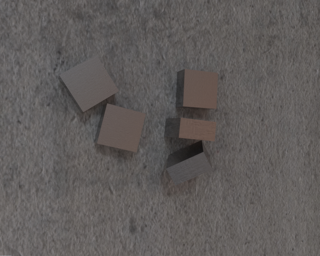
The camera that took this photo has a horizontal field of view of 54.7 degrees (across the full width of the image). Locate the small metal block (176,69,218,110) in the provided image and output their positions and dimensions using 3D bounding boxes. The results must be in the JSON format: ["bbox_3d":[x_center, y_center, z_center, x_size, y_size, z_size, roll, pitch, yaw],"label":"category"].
[{"bbox_3d":[0.051,-0.052,0.429,0.050,0.025,0.050,3,89,-20],"label":"small metal block"}]

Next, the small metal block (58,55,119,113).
[{"bbox_3d":[-0.087,-0.053,0.377,0.050,0.025,0.050,-34,101,-17],"label":"small metal block"}]

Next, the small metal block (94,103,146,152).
[{"bbox_3d":[-0.051,0.000,0.391,0.050,0.025,0.050,15,85,-20],"label":"small metal block"}]

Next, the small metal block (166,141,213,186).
[{"bbox_3d":[0.038,0.044,0.402,0.050,0.050,0.025,-26,101,11],"label":"small metal block"}]

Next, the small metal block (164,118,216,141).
[{"bbox_3d":[0.039,0.002,0.411,0.050,0.050,0.025,6,88,-20],"label":"small metal block"}]
